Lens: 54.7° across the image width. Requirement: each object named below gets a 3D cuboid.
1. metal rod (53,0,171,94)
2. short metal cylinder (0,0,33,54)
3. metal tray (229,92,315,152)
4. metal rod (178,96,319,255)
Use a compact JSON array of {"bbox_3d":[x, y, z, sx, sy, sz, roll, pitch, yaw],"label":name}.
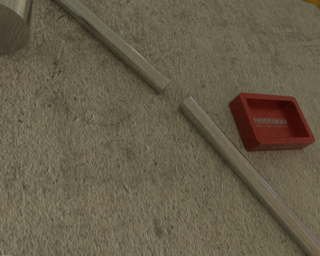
[{"bbox_3d":[-0.105,-0.157,0.444,0.300,0.025,0.025,41,51,0],"label":"metal rod"},{"bbox_3d":[-0.187,-0.129,0.347,0.081,0.080,0.050,6,59,-26],"label":"short metal cylinder"},{"bbox_3d":[0.184,-0.010,0.508,0.131,0.030,0.090,0,62,-28],"label":"metal tray"},{"bbox_3d":[0.133,0.075,0.431,0.300,0.025,0.025,50,51,6],"label":"metal rod"}]
